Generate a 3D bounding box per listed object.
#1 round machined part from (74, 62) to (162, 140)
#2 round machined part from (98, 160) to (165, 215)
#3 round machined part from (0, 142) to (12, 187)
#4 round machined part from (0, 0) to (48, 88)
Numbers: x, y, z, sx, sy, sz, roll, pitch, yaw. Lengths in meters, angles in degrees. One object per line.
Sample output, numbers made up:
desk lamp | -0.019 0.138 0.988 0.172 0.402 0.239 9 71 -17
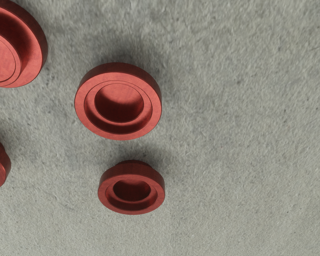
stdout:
round machined part | -0.047 -0.035 0.366 0.099 0.042 0.097 -1 130 0
round machined part | -0.042 0.086 0.469 0.099 0.042 0.097 -1 130 0
round machined part | -0.257 0.042 0.428 0.099 0.042 0.097 -1 130 0
round machined part | -0.173 -0.082 0.323 0.099 0.042 0.097 -1 130 0
